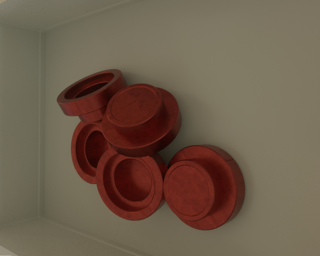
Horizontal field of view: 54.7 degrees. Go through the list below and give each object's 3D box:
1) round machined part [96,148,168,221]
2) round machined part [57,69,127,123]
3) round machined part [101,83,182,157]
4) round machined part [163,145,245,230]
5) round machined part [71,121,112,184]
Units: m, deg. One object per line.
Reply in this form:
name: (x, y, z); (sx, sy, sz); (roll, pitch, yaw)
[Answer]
round machined part: (-0.031, 0.066, 0.402); (0.098, 0.042, 0.097); (3, 97, 26)
round machined part: (-0.092, -0.043, 0.444); (0.098, 0.098, 0.042); (4, 128, 39)
round machined part: (-0.026, -0.016, 0.377); (0.098, 0.042, 0.098); (-9, 50, 11)
round machined part: (0.043, 0.068, 0.356); (0.098, 0.042, 0.097); (0, 90, 39)
round machined part: (-0.086, 0.032, 0.461); (0.098, 0.042, 0.097); (0, 90, 39)
